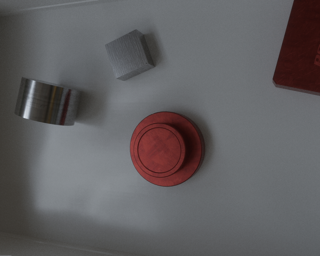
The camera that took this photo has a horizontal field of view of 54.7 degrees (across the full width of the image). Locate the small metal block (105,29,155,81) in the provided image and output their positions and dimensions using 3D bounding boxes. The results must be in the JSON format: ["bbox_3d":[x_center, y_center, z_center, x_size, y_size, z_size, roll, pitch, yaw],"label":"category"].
[{"bbox_3d":[-0.041,-0.099,0.424,0.050,0.025,0.050,-21,83,18],"label":"small metal block"}]

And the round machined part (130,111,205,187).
[{"bbox_3d":[0.005,0.027,0.399,0.098,0.042,0.097,0,90,19],"label":"round machined part"}]

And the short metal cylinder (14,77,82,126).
[{"bbox_3d":[-0.156,-0.037,0.435,0.080,0.080,0.050,16,96,19],"label":"short metal cylinder"}]

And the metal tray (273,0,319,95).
[{"bbox_3d":[0.187,-0.102,0.342,0.090,0.030,0.129,15,95,19],"label":"metal tray"}]
